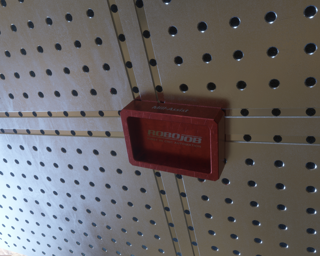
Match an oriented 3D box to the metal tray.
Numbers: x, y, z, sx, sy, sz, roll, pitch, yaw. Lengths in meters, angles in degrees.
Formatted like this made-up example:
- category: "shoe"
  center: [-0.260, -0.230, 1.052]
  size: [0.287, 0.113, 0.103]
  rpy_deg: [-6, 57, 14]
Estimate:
- category: "metal tray"
  center: [0.017, 0.015, 0.407]
  size: [0.130, 0.030, 0.089]
  rpy_deg: [7, 122, 24]
